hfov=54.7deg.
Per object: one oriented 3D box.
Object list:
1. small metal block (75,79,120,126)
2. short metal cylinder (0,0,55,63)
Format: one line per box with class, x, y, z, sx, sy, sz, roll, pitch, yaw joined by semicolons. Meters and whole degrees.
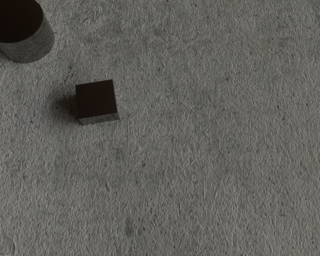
small metal block;-0.084;-0.035;0.420;0.050;0.025;0.050;-10;70;-4
short metal cylinder;-0.199;-0.141;0.444;0.081;0.050;0.080;0;70;0
